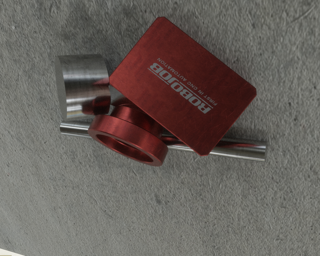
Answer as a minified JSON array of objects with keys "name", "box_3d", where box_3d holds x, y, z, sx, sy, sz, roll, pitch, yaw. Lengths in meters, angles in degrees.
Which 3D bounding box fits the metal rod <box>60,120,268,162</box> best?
[{"name":"metal rod","box_3d":[-0.012,0.013,0.423,0.301,0.025,0.025,6,121,25]}]

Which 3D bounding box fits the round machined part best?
[{"name":"round machined part","box_3d":[-0.034,0.007,0.380,0.098,0.042,0.098,22,163,7]}]

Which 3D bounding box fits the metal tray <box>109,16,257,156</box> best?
[{"name":"metal tray","box_3d":[0.024,-0.043,0.333,0.130,0.030,0.090,39,90,1]}]

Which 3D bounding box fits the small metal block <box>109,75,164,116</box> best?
[{"name":"small metal block","box_3d":[-0.027,-0.042,0.378,0.050,0.050,0.025,22,127,15]}]

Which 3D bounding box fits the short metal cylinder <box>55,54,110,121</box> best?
[{"name":"short metal cylinder","box_3d":[-0.098,-0.051,0.387,0.080,0.050,0.080,172,90,-66]}]
